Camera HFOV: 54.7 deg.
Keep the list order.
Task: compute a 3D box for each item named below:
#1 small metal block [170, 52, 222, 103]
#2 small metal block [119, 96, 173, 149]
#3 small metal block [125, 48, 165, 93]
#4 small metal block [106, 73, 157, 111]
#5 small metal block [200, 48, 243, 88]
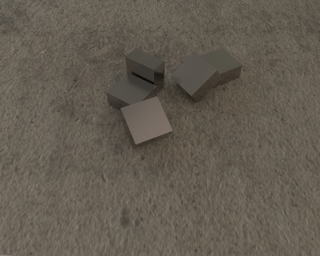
[{"bbox_3d":[0.052,-0.074,0.451,0.050,0.025,0.050,-45,58,5],"label":"small metal block"},{"bbox_3d":[-0.019,-0.007,0.397,0.050,0.025,0.050,-20,77,-16],"label":"small metal block"},{"bbox_3d":[-0.021,-0.082,0.456,0.050,0.050,0.025,29,56,22],"label":"small metal block"},{"bbox_3d":[-0.039,-0.046,0.441,0.050,0.025,0.050,28,55,21],"label":"small metal block"},{"bbox_3d":[0.091,-0.095,0.484,0.050,0.025,0.050,-24,54,-19],"label":"small metal block"}]
